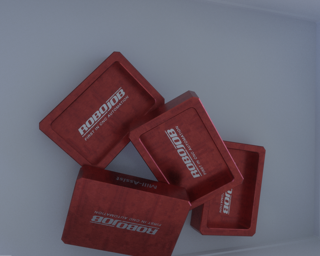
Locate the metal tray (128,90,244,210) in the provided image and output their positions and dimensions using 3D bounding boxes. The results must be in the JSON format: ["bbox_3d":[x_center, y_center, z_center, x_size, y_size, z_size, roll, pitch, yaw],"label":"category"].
[{"bbox_3d":[0.033,0.032,0.376,0.090,0.030,0.130,-30,110,6],"label":"metal tray"}]

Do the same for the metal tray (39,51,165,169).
[{"bbox_3d":[-0.069,-0.018,0.382,0.090,0.030,0.130,46,76,-14],"label":"metal tray"}]

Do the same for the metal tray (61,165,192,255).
[{"bbox_3d":[-0.039,0.102,0.365,0.131,0.030,0.089,15,109,-11],"label":"metal tray"}]

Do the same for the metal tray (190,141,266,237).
[{"bbox_3d":[0.098,0.085,0.443,0.091,0.030,0.129,9,87,-20],"label":"metal tray"}]
